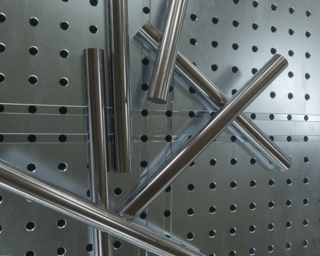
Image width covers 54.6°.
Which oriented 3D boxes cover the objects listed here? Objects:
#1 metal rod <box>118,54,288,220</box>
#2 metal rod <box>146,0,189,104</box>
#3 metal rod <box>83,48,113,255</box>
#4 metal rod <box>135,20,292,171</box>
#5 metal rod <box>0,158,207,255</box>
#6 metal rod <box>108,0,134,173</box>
[{"bbox_3d":[0.062,0.010,0.414,0.300,0.025,0.025,-44,104,-7],"label":"metal rod"},{"bbox_3d":[0.027,-0.176,0.403,0.025,0.025,0.299,16,78,-19],"label":"metal rod"},{"bbox_3d":[-0.075,0.054,0.384,0.025,0.025,0.298,-3,91,-20],"label":"metal rod"},{"bbox_3d":[0.086,-0.037,0.443,0.300,0.025,0.025,41,77,-16],"label":"metal rod"},{"bbox_3d":[-0.052,0.115,0.368,0.301,0.025,0.025,34,79,-27],"label":"metal rod"},{"bbox_3d":[-0.051,-0.094,0.393,0.025,0.025,0.298,-2,91,-20],"label":"metal rod"}]
